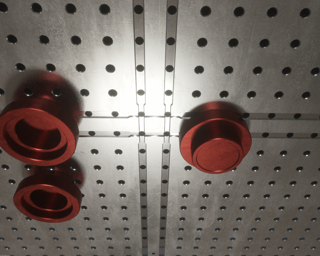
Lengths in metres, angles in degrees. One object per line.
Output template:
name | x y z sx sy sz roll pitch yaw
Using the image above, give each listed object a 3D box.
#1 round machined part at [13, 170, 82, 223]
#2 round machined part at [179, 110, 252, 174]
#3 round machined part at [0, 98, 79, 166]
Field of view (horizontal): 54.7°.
round machined part | -0.172 0.104 0.486 0.099 0.042 0.097 -1 130 0
round machined part | 0.076 0.026 0.424 0.099 0.042 0.097 -1 130 0
round machined part | -0.154 0.001 0.399 0.099 0.042 0.097 -1 130 0
